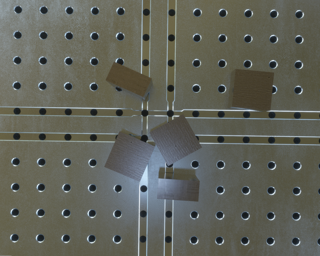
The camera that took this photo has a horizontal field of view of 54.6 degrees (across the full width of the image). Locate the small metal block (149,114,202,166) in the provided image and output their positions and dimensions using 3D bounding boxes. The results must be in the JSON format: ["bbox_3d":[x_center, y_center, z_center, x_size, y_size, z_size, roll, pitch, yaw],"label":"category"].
[{"bbox_3d":[0.020,0.015,0.414,0.050,0.025,0.050,-29,90,0],"label":"small metal block"}]

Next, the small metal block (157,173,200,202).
[{"bbox_3d":[0.022,0.075,0.401,0.050,0.050,0.025,4,90,0],"label":"small metal block"}]

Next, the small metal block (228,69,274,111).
[{"bbox_3d":[0.121,-0.050,0.414,0.050,0.025,0.050,6,90,0],"label":"small metal block"}]

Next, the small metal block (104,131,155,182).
[{"bbox_3d":[-0.039,0.037,0.413,0.050,0.025,0.050,23,90,0],"label":"small metal block"}]

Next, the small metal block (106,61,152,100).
[{"bbox_3d":[-0.038,-0.059,0.401,0.050,0.050,0.025,24,90,0],"label":"small metal block"}]
